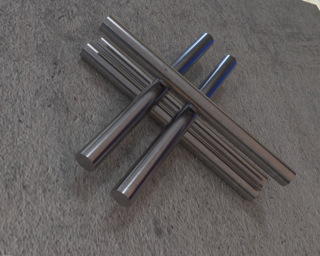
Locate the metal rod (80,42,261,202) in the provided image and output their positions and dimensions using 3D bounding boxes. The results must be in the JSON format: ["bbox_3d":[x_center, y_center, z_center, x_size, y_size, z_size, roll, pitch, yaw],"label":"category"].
[{"bbox_3d":[0.014,-0.008,0.419,0.300,0.025,0.025,41,51,-1],"label":"metal rod"}]

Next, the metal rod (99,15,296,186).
[{"bbox_3d":[0.047,-0.033,0.388,0.300,0.025,0.025,40,51,-1],"label":"metal rod"}]

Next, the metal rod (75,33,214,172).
[{"bbox_3d":[0.000,-0.054,0.407,0.025,0.025,0.301,41,51,-1],"label":"metal rod"}]

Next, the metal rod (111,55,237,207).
[{"bbox_3d":[0.036,-0.018,0.405,0.025,0.025,0.301,41,51,-1],"label":"metal rod"}]

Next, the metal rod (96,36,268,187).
[{"bbox_3d":[0.030,-0.020,0.435,0.300,0.025,0.025,41,51,-1],"label":"metal rod"}]
